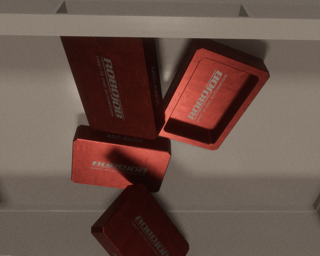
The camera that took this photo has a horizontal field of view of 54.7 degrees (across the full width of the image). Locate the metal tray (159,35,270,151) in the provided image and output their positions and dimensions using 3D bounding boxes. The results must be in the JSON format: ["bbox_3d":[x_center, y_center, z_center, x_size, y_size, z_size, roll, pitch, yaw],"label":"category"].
[{"bbox_3d":[0.057,-0.035,0.376,0.091,0.030,0.129,16,128,-14],"label":"metal tray"}]

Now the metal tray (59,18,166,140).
[{"bbox_3d":[-0.047,-0.050,0.341,0.090,0.030,0.129,9,132,20],"label":"metal tray"}]

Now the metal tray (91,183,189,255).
[{"bbox_3d":[-0.022,0.153,0.428,0.030,0.090,0.130,-21,109,45],"label":"metal tray"}]

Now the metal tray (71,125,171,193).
[{"bbox_3d":[-0.057,0.047,0.445,0.131,0.030,0.089,9,130,-8],"label":"metal tray"}]
